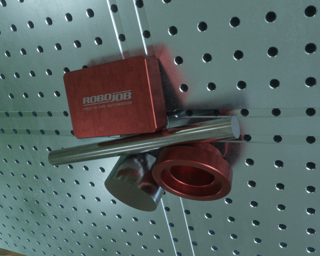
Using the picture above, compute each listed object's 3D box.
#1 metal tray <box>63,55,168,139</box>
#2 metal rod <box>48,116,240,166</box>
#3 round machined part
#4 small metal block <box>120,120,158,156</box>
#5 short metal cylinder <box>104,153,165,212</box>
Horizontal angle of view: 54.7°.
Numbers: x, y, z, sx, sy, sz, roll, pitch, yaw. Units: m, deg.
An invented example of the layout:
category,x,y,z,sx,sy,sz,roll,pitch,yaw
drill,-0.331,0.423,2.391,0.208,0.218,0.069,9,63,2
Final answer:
category,x,y,z,sx,sy,sz,roll,pitch,yaw
metal tray,-0.060,-0.036,0.397,0.130,0.030,0.089,-5,97,29
metal rod,-0.043,0.023,0.413,0.300,0.025,0.025,-11,113,32
round machined part,0.043,0.051,0.393,0.098,0.042,0.097,11,143,9
small metal block,-0.029,0.014,0.445,0.050,0.025,0.050,17,125,18
short metal cylinder,-0.031,0.076,0.441,0.080,0.050,0.080,19,145,14
